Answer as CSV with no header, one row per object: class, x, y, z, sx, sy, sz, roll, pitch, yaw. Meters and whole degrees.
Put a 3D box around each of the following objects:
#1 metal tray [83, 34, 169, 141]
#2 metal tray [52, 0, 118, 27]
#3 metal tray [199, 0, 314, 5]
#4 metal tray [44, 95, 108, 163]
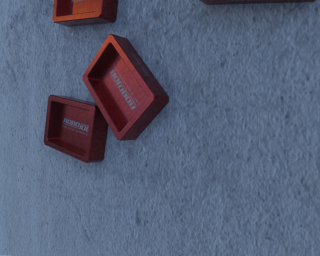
metal tray,-0.054,-0.058,0.443,0.090,0.030,0.130,-48,62,29
metal tray,-0.121,-0.215,0.498,0.130,0.030,0.089,11,97,39
metal tray,0.101,-0.178,0.318,0.130,0.030,0.089,16,100,38
metal tray,-0.142,-0.002,0.515,0.130,0.030,0.089,15,99,38
